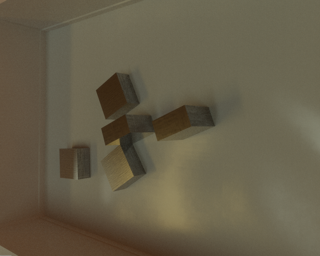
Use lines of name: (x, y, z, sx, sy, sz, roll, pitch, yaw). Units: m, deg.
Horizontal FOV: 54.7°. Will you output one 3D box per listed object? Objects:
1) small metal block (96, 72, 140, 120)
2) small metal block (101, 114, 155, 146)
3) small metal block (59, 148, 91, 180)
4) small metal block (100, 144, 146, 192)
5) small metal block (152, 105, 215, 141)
small metal block: (-0.063, -0.046, 0.456, 0.050, 0.025, 0.050, -33, 70, 35)
small metal block: (-0.043, 0.003, 0.424, 0.050, 0.050, 0.025, -27, 73, 36)
small metal block: (-0.144, 0.059, 0.523, 0.050, 0.025, 0.050, -3, 88, 39)
small metal block: (-0.054, 0.057, 0.449, 0.050, 0.025, 0.050, -39, 67, 32)
small metal block: (0.028, -0.005, 0.366, 0.050, 0.050, 0.025, -25, 74, 37)
